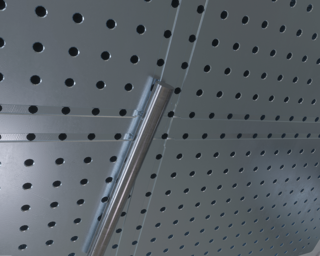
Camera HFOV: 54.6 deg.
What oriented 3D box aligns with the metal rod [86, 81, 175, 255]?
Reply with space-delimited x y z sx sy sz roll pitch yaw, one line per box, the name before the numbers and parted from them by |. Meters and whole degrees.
metal rod | -0.049 0.076 0.430 0.025 0.025 0.298 10 113 -33
